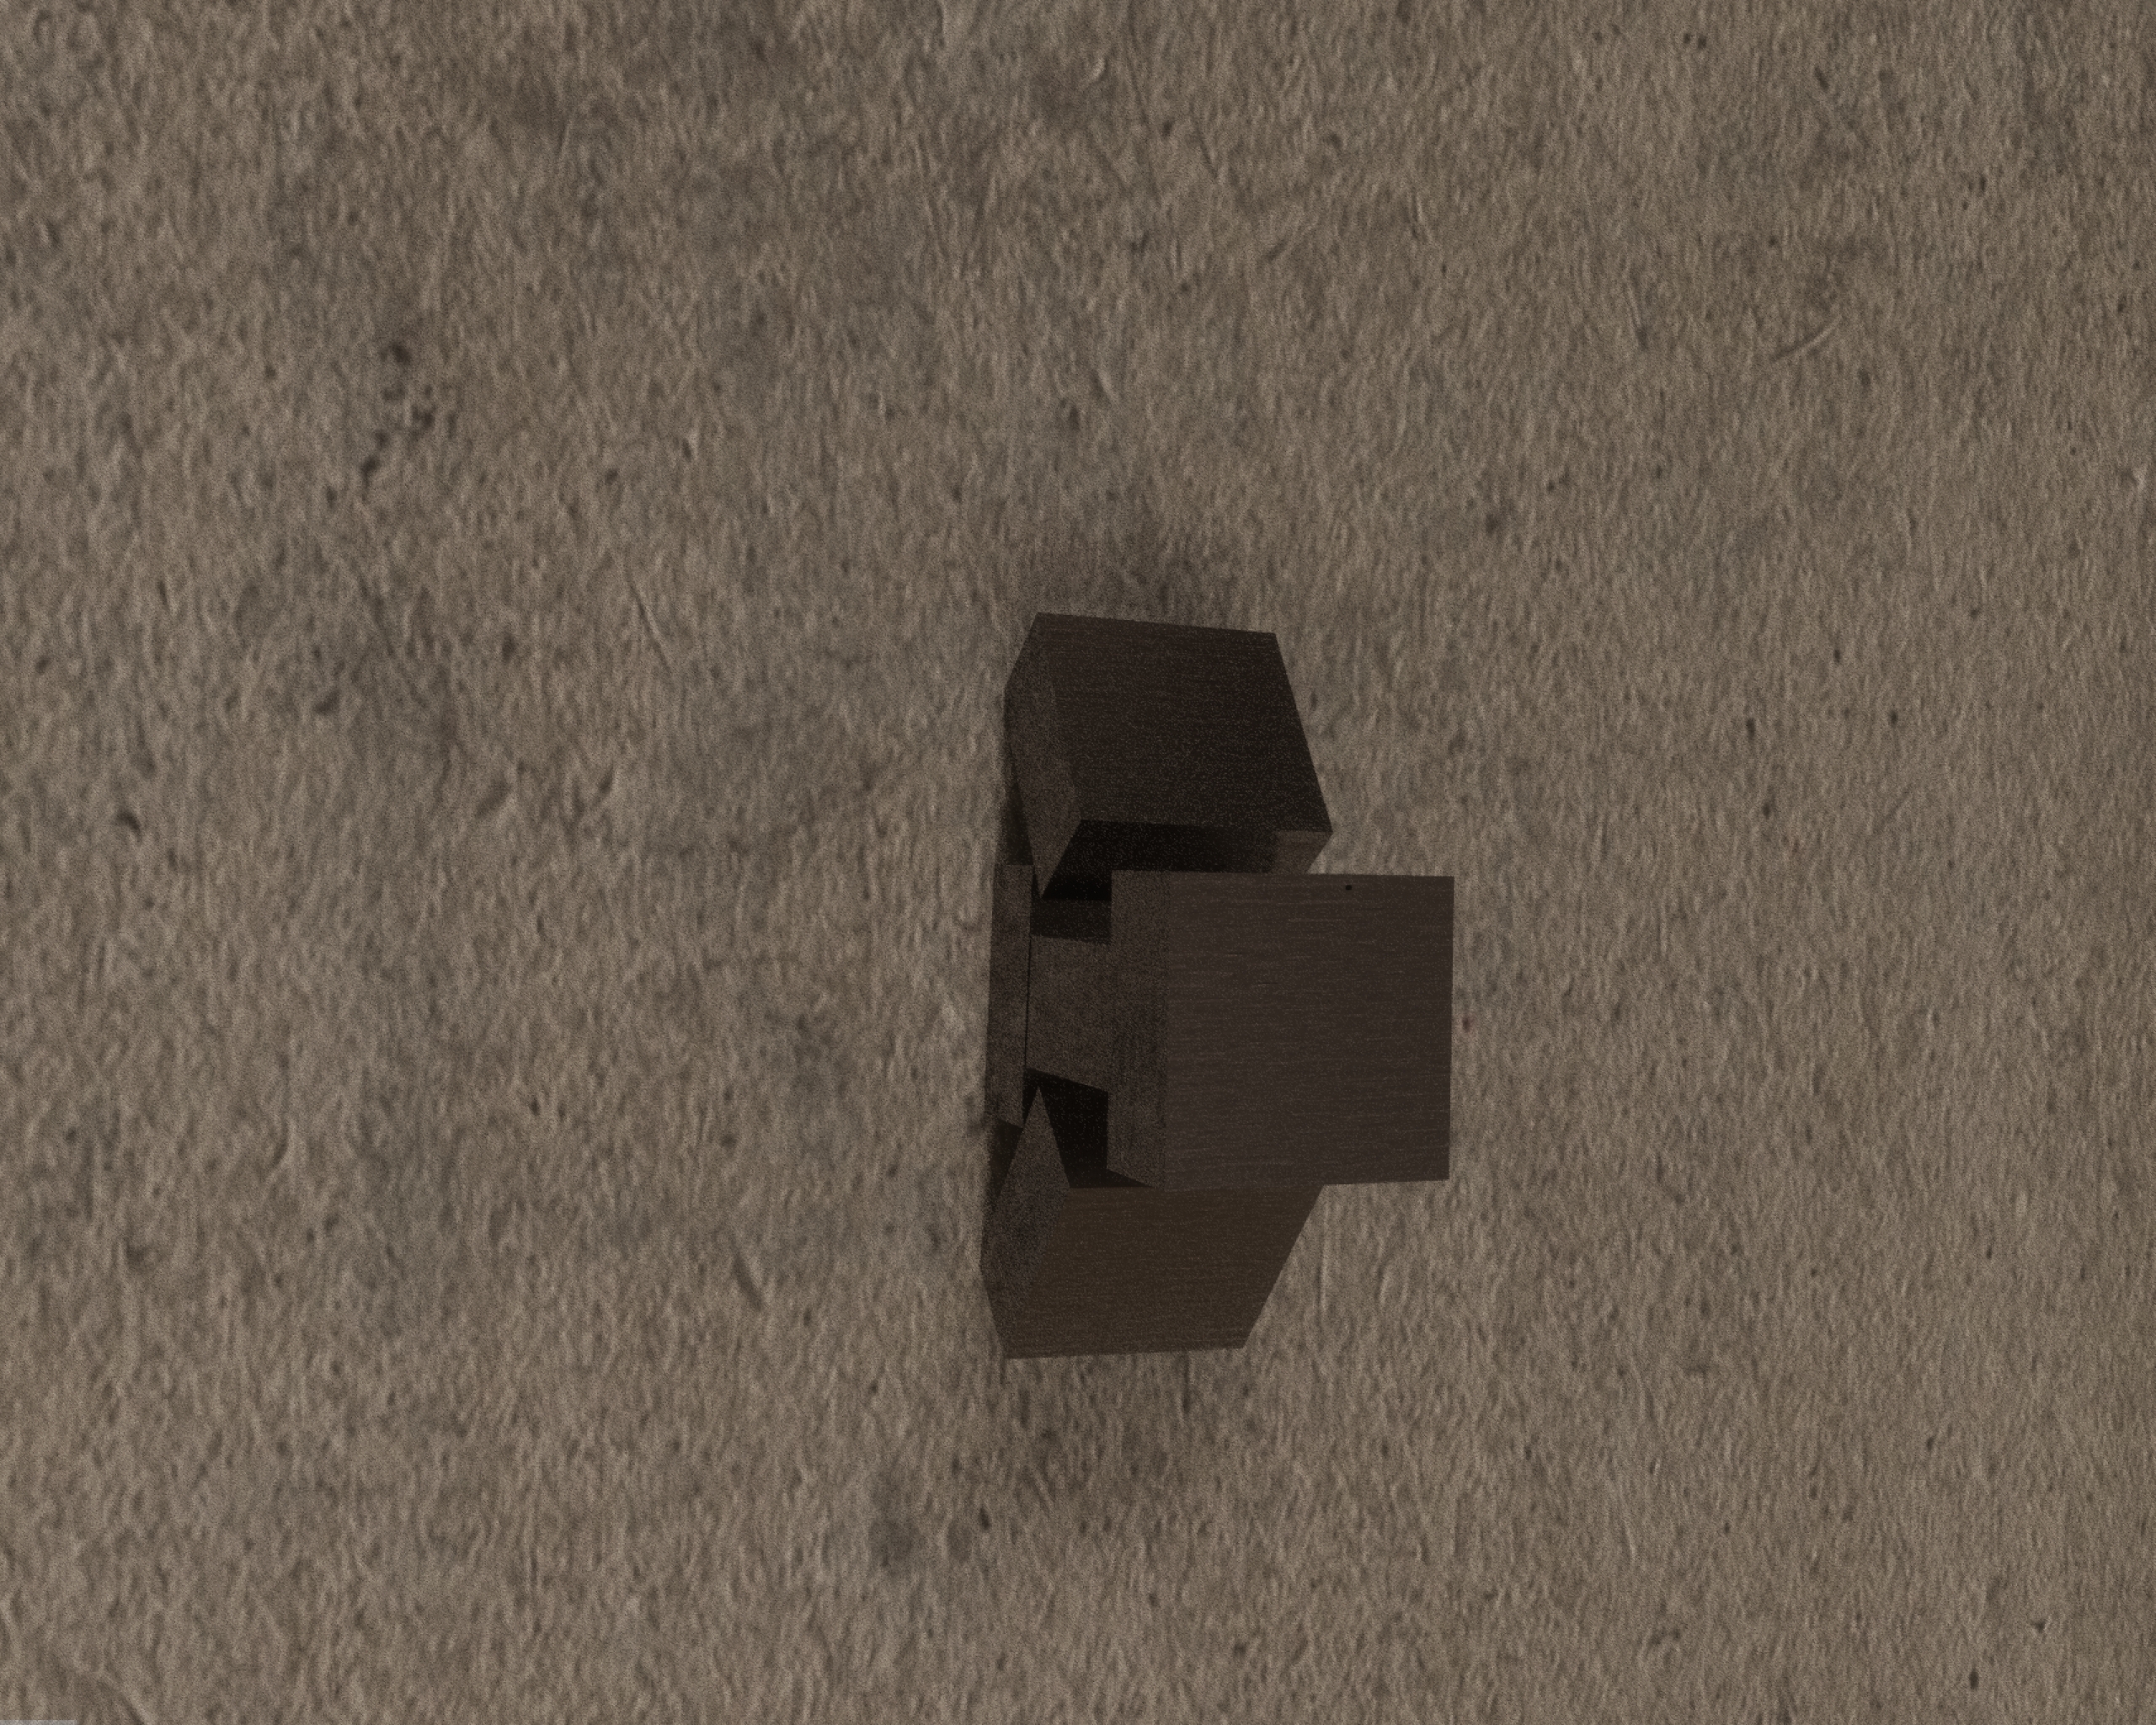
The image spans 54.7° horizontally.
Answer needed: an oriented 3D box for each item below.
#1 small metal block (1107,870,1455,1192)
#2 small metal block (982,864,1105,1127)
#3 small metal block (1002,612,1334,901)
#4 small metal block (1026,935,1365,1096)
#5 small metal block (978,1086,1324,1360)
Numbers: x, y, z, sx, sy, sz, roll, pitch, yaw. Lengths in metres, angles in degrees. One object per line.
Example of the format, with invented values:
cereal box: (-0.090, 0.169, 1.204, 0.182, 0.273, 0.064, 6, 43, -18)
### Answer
small metal block: (0.033, 0.027, 0.344, 0.050, 0.025, 0.050, 1, 90, -21)
small metal block: (0.010, 0.026, 0.416, 0.050, 0.025, 0.050, 3, 89, -21)
small metal block: (0.016, -0.020, 0.405, 0.050, 0.025, 0.050, 3, 53, -20)
small metal block: (0.023, 0.027, 0.379, 0.050, 0.050, 0.025, 3, 89, -20)
small metal block: (0.013, 0.069, 0.403, 0.050, 0.025, 0.050, 2, 130, -20)
